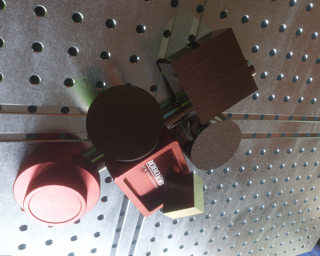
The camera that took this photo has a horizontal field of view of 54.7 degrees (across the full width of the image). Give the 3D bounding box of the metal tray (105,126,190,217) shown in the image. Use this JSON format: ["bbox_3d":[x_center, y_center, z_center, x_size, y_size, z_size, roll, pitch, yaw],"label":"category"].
[{"bbox_3d":[-0.007,0.065,0.425,0.090,0.030,0.130,-33,142,-7],"label":"metal tray"}]

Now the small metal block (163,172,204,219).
[{"bbox_3d":[0.032,0.095,0.434,0.050,0.050,0.025,-21,139,30],"label":"small metal block"}]

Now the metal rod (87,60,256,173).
[{"bbox_3d":[-0.003,-0.003,0.410,0.301,0.025,0.025,-32,129,-7],"label":"metal rod"}]

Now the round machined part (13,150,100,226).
[{"bbox_3d":[-0.121,0.077,0.365,0.099,0.042,0.097,-5,124,-7],"label":"round machined part"}]

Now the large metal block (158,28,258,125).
[{"bbox_3d":[0.057,-0.062,0.372,0.080,0.050,0.080,-32,109,-7],"label":"large metal block"}]

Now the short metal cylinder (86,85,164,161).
[{"bbox_3d":[-0.037,-0.003,0.346,0.081,0.050,0.080,0,82,-3],"label":"short metal cylinder"}]

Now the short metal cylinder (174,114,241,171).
[{"bbox_3d":[0.066,0.013,0.438,0.081,0.050,0.079,-14,124,-21],"label":"short metal cylinder"}]
